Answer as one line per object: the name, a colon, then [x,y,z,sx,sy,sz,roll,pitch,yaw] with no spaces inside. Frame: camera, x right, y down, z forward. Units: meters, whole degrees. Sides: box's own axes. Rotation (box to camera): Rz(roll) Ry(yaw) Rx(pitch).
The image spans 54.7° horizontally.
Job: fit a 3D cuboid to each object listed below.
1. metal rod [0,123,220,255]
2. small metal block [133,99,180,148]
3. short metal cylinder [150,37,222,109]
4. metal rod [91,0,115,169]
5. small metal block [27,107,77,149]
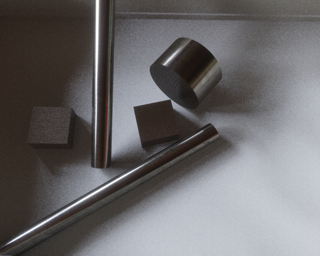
metal rod: [-0.058,0.076,0.380,0.302,0.025,0.025,-29,73,-11]
small metal block: [-0.005,-0.006,0.412,0.050,0.025,0.050,-12,71,-5]
short metal cylinder: [0.033,-0.071,0.407,0.080,0.080,0.050,38,74,12]
metal rod: [-0.068,-0.099,0.375,0.025,0.025,0.298,3,97,0]
small metal block: [-0.141,0.000,0.408,0.050,0.025,0.050,1,70,0]
